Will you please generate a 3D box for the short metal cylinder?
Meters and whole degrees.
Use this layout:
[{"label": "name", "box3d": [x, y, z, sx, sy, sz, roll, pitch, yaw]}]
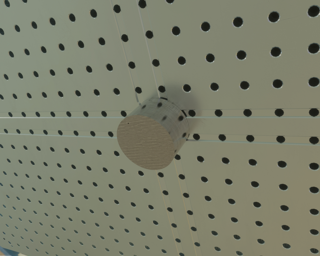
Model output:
[{"label": "short metal cylinder", "box3d": [-0.008, 0.008, 0.405, 0.080, 0.050, 0.080, 13, 124, 21]}]
